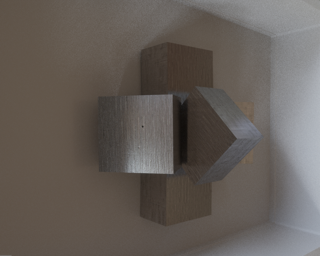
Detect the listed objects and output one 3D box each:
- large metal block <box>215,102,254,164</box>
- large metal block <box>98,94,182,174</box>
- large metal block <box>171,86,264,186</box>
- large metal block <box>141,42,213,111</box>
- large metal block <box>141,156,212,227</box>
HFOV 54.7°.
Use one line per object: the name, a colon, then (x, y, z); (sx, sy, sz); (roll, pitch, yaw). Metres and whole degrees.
large metal block: (0.095, 0.006, 0.439); (0.050, 0.080, 0.080); (1, 90, -1)
large metal block: (-0.020, 0.006, 0.342); (0.050, 0.080, 0.079); (-6, 96, -76)
large metal block: (0.058, 0.009, 0.366); (0.050, 0.080, 0.080); (-1, 47, -41)
large metal block: (0.024, -0.062, 0.405); (0.081, 0.050, 0.079); (-2, 92, -40)
large metal block: (0.022, 0.076, 0.408); (0.081, 0.050, 0.080); (1, 90, -40)
